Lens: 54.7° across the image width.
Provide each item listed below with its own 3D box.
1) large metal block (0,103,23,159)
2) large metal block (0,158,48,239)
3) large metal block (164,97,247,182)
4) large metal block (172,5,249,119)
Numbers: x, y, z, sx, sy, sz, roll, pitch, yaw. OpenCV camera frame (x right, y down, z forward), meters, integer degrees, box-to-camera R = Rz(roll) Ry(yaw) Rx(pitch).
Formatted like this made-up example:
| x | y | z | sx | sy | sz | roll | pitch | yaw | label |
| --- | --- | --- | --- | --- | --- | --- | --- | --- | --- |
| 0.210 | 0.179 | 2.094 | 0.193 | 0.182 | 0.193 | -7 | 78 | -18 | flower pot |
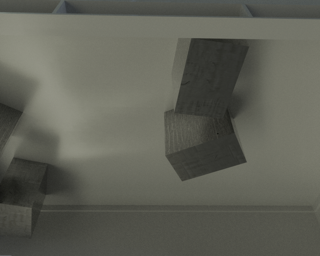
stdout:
| x | y | z | sx | sy | sz | roll | pitch | yaw | label |
| --- | --- | --- | --- | --- | --- | --- | --- | --- | --- |
| -0.227 | 0.005 | 0.374 | 0.080 | 0.080 | 0.050 | 26 | 125 | -21 | large metal block |
| -0.204 | 0.104 | 0.458 | 0.050 | 0.080 | 0.079 | 12 | 129 | -10 | large metal block |
| 0.053 | 0.009 | 0.382 | 0.080 | 0.080 | 0.050 | -20 | 128 | 15 | large metal block |
| 0.045 | -0.068 | 0.316 | 0.050 | 0.080 | 0.079 | 6 | 130 | -6 | large metal block |
